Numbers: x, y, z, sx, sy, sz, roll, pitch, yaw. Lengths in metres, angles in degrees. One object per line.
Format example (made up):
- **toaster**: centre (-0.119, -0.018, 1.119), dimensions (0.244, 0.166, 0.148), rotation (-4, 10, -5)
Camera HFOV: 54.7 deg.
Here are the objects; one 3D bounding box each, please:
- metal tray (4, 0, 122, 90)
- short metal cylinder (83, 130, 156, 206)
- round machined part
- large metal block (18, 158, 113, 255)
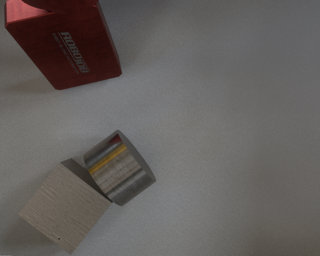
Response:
- **metal tray**: centre (-0.102, -0.096, 0.357), dimensions (0.091, 0.130, 0.030), rotation (-13, 67, 0)
- **short metal cylinder**: centre (-0.049, 0.049, 0.383), dimensions (0.050, 0.080, 0.080), rotation (-37, 90, 0)
- **round machined part**: centre (-0.087, -0.145, 0.283), dimensions (0.099, 0.042, 0.098), rotation (-2, 67, 4)
- **large metal block**: centre (-0.114, 0.097, 0.398), dimensions (0.080, 0.050, 0.080), rotation (38, 90, -1)
